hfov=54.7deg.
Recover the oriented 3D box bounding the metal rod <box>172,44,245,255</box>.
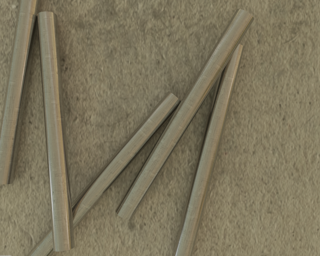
[{"bbox_3d":[0.063,0.036,0.410,0.025,0.025,0.298,14,90,-1],"label":"metal rod"}]

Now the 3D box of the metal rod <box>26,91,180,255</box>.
[{"bbox_3d":[-0.077,0.073,0.409,0.025,0.025,0.300,41,90,-1],"label":"metal rod"}]

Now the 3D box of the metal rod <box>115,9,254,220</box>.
[{"bbox_3d":[0.029,-0.013,0.397,0.025,0.025,0.299,31,95,-1],"label":"metal rod"}]

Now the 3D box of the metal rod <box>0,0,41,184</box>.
[{"bbox_3d":[-0.184,-0.076,0.407,0.025,0.025,0.298,9,90,-1],"label":"metal rod"}]

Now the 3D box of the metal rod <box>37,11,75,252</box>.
[{"bbox_3d":[-0.133,0.000,0.394,0.025,0.025,0.298,-6,84,-1],"label":"metal rod"}]
